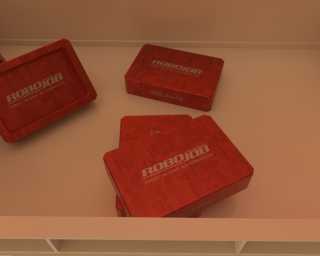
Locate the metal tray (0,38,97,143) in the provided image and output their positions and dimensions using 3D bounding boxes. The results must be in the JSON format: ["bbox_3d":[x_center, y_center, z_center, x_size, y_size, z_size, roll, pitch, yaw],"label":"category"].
[{"bbox_3d":[-0.160,-0.050,0.403,0.131,0.090,0.030,-33,18,-25],"label":"metal tray"}]

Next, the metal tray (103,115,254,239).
[{"bbox_3d":[0.018,0.045,0.325,0.131,0.030,0.090,-21,53,-17],"label":"metal tray"}]

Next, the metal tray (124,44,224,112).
[{"bbox_3d":[0.023,-0.079,0.469,0.131,0.030,0.090,14,51,11],"label":"metal tray"}]

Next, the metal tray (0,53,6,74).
[{"bbox_3d":[-0.244,-0.075,0.355,0.090,0.130,0.030,-39,83,-7],"label":"metal tray"}]

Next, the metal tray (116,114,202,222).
[{"bbox_3d":[-0.002,0.042,0.366,0.091,0.030,0.130,-1,50,-2],"label":"metal tray"}]
